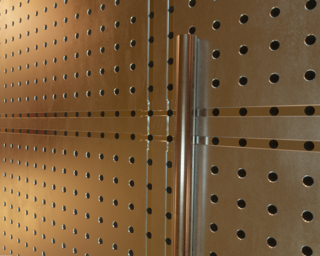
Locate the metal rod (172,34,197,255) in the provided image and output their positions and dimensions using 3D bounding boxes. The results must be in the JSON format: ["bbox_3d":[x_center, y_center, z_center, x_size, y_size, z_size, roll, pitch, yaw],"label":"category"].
[{"bbox_3d":[0.030,0.037,0.385,0.025,0.025,0.298,2,91,40],"label":"metal rod"}]
